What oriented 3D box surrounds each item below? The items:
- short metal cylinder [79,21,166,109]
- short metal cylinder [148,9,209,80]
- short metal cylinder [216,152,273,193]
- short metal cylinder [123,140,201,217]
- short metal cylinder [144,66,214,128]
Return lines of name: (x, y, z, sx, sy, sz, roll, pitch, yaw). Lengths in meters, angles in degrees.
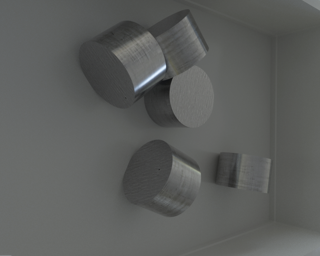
short metal cylinder: (-0.041, -0.068, 0.336, 0.050, 0.080, 0.080, -43, 116, -31)
short metal cylinder: (0.012, -0.101, 0.381, 0.080, 0.080, 0.050, -49, 119, -29)
short metal cylinder: (0.130, 0.069, 0.480, 0.081, 0.080, 0.050, 16, 80, -39)
short metal cylinder: (0.002, 0.061, 0.372, 0.050, 0.080, 0.080, 33, 70, -35)
short metal cylinder: (0.026, -0.040, 0.412, 0.081, 0.050, 0.080, 0, 90, -40)
